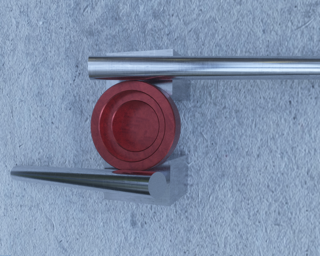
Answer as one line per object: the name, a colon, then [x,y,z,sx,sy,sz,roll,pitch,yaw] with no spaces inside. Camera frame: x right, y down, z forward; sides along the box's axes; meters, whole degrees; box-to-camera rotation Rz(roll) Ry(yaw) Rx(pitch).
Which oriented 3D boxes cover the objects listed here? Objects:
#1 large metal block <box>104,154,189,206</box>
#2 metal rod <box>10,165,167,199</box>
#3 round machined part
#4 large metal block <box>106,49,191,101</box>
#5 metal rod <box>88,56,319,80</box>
large metal block: [-0.013,0.059,0.385,0.080,0.080,0.050,1,91,19]
metal rod: [-0.113,0.062,0.390,0.300,0.025,0.025,-5,89,42]
round machined part: [-0.024,-0.002,0.346,0.098,0.042,0.097,0,90,19]
large metal block: [-0.011,-0.061,0.384,0.080,0.080,0.050,1,91,19]
metal rod: [0.079,-0.063,0.325,0.302,0.025,0.025,-1,90,-3]
